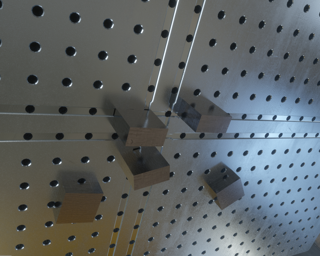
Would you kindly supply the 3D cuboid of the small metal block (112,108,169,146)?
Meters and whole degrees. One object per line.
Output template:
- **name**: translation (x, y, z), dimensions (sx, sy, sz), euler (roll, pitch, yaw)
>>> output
- **small metal block**: translation (-0.025, -0.001, 0.382), dimensions (0.050, 0.050, 0.025), euler (2, 117, -30)

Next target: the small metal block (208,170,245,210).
- **small metal block**: translation (0.118, 0.110, 0.546), dimensions (0.050, 0.025, 0.050), euler (-31, 129, -9)

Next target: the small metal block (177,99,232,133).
- **small metal block**: translation (0.060, -0.016, 0.420), dimensions (0.050, 0.050, 0.025), euler (2, 117, -30)

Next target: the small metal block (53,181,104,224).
- **small metal block**: translation (-0.110, 0.099, 0.414), dimensions (0.050, 0.025, 0.050), euler (9, 114, -33)

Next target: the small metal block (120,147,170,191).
- **small metal block**: translation (-0.021, 0.052, 0.418), dimensions (0.050, 0.050, 0.025), euler (-13, 124, -22)
